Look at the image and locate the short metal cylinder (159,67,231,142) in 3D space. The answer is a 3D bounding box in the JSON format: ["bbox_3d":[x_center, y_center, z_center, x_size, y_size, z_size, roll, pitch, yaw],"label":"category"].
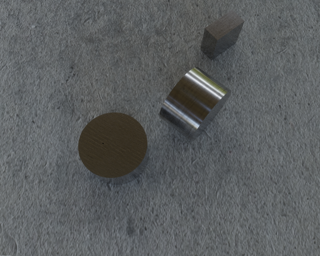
[{"bbox_3d":[0.044,-0.029,0.390,0.050,0.080,0.080,39,75,12],"label":"short metal cylinder"}]

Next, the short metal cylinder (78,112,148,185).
[{"bbox_3d":[-0.055,0.027,0.384,0.081,0.050,0.080,0,70,0],"label":"short metal cylinder"}]

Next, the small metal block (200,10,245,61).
[{"bbox_3d":[0.088,-0.132,0.444,0.050,0.050,0.025,-37,74,-12],"label":"small metal block"}]
